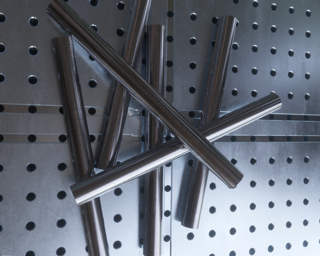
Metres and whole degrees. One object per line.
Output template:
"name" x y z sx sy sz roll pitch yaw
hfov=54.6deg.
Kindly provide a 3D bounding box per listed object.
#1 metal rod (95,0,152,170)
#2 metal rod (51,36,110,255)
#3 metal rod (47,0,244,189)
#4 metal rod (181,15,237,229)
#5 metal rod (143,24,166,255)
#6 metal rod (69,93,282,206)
"metal rod" -0.038 -0.094 0.398 0.025 0.025 0.299 13 86 -20
"metal rod" -0.093 0.042 0.378 0.025 0.025 0.298 -10 94 -20
"metal rod" -0.017 -0.040 0.370 0.300 0.025 0.025 44 76 -1
"metal rod" 0.070 -0.011 0.437 0.025 0.025 0.299 13 86 -20
"metal rod" -0.008 0.016 0.409 0.025 0.025 0.298 1 90 -20
"metal rod" 0.034 0.019 0.397 0.302 0.025 0.025 -24 98 -19
